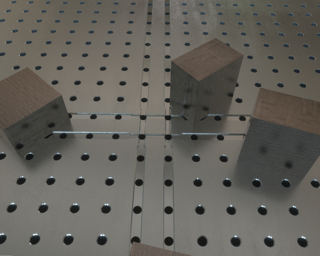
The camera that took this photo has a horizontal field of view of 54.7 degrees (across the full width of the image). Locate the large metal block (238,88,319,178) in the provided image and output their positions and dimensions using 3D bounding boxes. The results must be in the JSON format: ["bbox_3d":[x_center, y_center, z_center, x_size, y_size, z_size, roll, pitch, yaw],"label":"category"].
[{"bbox_3d":[0.145,0.007,0.368,0.080,0.080,0.050,16,52,13],"label":"large metal block"}]

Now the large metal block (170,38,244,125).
[{"bbox_3d":[0.061,-0.064,0.427,0.081,0.080,0.050,-32,57,-24],"label":"large metal block"}]

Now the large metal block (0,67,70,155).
[{"bbox_3d":[-0.181,-0.025,0.410,0.080,0.050,0.080,36,58,26],"label":"large metal block"}]

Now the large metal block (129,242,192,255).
[{"bbox_3d":[0.006,0.153,0.263,0.080,0.050,0.080,11,51,8],"label":"large metal block"}]
